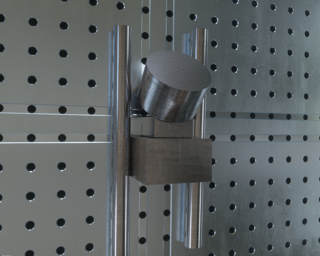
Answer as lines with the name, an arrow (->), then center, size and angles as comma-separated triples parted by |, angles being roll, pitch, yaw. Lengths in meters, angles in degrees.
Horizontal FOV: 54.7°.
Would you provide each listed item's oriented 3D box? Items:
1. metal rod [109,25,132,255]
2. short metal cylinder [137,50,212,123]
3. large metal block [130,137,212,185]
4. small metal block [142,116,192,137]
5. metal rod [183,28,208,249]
metal rod -> -0.050, 0.022, 0.394 | 0.025, 0.025, 0.298 | 1, 90, -20
short metal cylinder -> 0.017, -0.052, 0.382 | 0.081, 0.050, 0.080 | 11, 43, -10
large metal block -> 0.009, 0.037, 0.384 | 0.081, 0.080, 0.050 | 1, 90, -20
small metal block -> 0.008, -0.001, 0.402 | 0.050, 0.050, 0.025 | 1, 90, -21
metal rod -> 0.050, 0.013, 0.431 | 0.025, 0.025, 0.298 | 2, 89, -20
